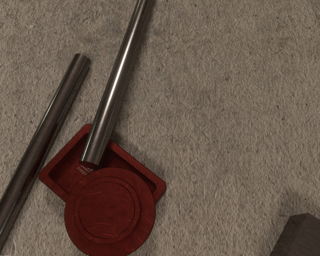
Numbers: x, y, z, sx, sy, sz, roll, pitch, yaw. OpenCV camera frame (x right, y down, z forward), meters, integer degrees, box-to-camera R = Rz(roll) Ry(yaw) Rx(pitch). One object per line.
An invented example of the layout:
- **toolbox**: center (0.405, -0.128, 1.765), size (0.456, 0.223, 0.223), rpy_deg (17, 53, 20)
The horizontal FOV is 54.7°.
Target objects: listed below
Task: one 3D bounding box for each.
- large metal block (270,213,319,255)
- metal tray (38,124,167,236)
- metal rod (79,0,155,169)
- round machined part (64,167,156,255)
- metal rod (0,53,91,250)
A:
- **large metal block**: center (0.172, 0.153, 0.341), size (0.080, 0.050, 0.080), rpy_deg (32, 73, 11)
- **metal tray**: center (-0.068, 0.067, 0.379), size (0.130, 0.030, 0.090), rpy_deg (37, 74, 12)
- **metal rod**: center (-0.048, -0.087, 0.420), size (0.025, 0.025, 0.300), rpy_deg (12, 63, 4)
- **round machined part**: center (-0.054, 0.090, 0.333), size (0.099, 0.042, 0.098), rpy_deg (0, 70, -1)
- **metal rod**: center (-0.159, 0.034, 0.393), size (0.025, 0.025, 0.299), rpy_deg (18, 71, 6)
